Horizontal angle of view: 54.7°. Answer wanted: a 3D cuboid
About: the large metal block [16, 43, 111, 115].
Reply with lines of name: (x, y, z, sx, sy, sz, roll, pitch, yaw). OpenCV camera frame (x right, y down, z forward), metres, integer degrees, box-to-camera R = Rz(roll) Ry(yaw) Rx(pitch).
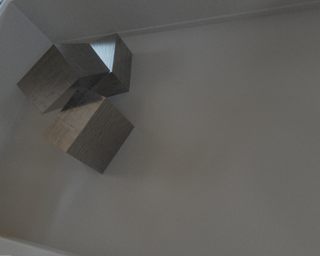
large metal block: (-0.128, -0.069, 0.420, 0.080, 0.080, 0.050, -37, 92, 24)

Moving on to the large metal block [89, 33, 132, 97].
large metal block: (-0.094, -0.095, 0.495, 0.080, 0.050, 0.080, -12, 56, 21)

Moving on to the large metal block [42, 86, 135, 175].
large metal block: (-0.091, 0.004, 0.412, 0.050, 0.080, 0.080, 25, 75, 33)
